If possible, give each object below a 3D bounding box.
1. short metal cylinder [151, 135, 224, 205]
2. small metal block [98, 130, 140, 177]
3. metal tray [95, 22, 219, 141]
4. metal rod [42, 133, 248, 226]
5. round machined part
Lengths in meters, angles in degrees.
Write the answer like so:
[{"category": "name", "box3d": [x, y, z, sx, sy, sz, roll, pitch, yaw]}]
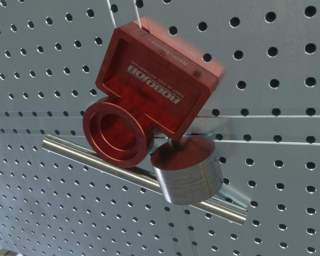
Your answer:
[{"category": "short metal cylinder", "box3d": [0.034, 0.050, 0.386, 0.080, 0.080, 0.050, -4, 117, 29]}, {"category": "small metal block", "box3d": [-0.063, 0.038, 0.466, 0.050, 0.025, 0.050, 25, 127, 12]}, {"category": "metal tray", "box3d": [-0.008, -0.054, 0.376, 0.130, 0.030, 0.089, 35, 128, 5]}, {"category": "metal rod", "box3d": [-0.025, 0.071, 0.440, 0.301, 0.025, 0.025, 20, 127, 5]}, {"category": "round machined part", "box3d": [-0.051, 0.001, 0.416, 0.098, 0.042, 0.097, 14, 125, 22]}]
